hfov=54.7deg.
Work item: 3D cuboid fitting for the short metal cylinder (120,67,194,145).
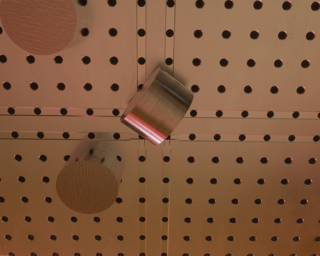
[{"bbox_3d":[-0.004,-0.026,0.374,0.050,0.080,0.080,36,106,-13],"label":"short metal cylinder"}]

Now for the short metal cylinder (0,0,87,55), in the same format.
[{"bbox_3d":[-0.129,-0.126,0.352,0.081,0.050,0.079,0,110,-1],"label":"short metal cylinder"}]

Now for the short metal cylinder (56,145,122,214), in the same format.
[{"bbox_3d":[-0.094,0.069,0.424,0.081,0.050,0.079,0,110,-1],"label":"short metal cylinder"}]
